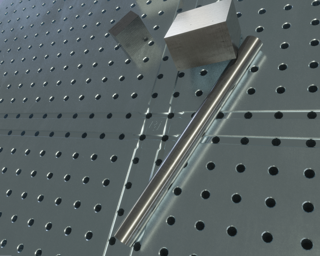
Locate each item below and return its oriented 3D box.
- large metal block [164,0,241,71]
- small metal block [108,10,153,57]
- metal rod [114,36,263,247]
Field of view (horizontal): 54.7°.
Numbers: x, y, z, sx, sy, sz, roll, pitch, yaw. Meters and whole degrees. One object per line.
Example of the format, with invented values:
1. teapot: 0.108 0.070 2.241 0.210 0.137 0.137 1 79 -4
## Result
1. large metal block: 0.061 -0.127 0.419 0.080 0.050 0.080 -8 37 26
2. small metal block: -0.048 -0.154 0.510 0.050 0.050 0.025 -44 51 -2
3. metal rod: 0.041 0.007 0.381 0.025 0.025 0.300 26 75 36
